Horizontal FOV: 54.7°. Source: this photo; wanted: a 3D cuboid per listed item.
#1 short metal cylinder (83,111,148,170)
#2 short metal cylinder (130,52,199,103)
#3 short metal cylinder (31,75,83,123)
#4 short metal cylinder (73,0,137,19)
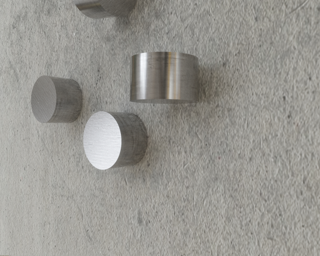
[{"bbox_3d":[-0.064,0.017,0.442,0.080,0.050,0.080,0,90,40],"label":"short metal cylinder"},{"bbox_3d":[0.005,-0.056,0.365,0.080,0.081,0.050,1,91,40],"label":"short metal cylinder"},{"bbox_3d":[-0.179,-0.048,0.537,0.080,0.050,0.080,0,90,40],"label":"short metal cylinder"},{"bbox_3d":[-0.077,-0.196,0.433,0.050,0.081,0.079,11,97,39],"label":"short metal cylinder"}]
